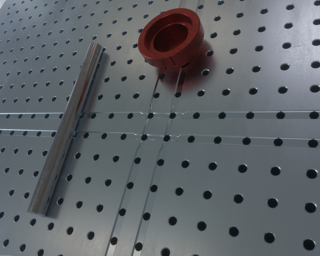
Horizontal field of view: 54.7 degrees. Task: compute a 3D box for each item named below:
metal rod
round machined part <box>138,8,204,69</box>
[{"bbox_3d":[-0.143,-0.014,0.491,0.025,0.025,0.300,-3,60,27],"label":"metal rod"},{"bbox_3d":[0.020,-0.129,0.466,0.098,0.042,0.098,-13,56,21],"label":"round machined part"}]
